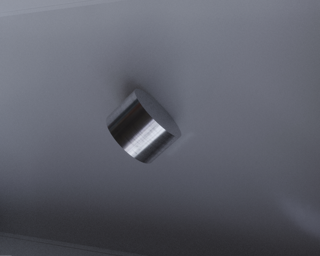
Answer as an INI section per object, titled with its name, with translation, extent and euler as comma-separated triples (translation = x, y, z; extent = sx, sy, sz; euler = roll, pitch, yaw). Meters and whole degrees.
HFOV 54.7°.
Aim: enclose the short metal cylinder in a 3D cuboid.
[short metal cylinder]
translation = -0.019, -0.003, 0.385
extent = 0.050, 0.080, 0.080
euler = -43, 77, 15
